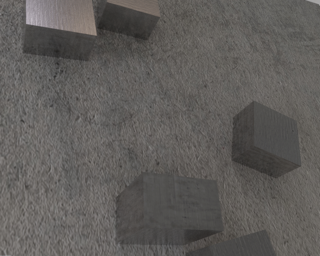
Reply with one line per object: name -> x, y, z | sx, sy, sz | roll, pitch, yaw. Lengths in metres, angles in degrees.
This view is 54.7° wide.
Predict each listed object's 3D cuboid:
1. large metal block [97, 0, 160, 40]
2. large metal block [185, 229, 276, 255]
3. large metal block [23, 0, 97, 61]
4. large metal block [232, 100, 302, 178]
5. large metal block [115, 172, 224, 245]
large metal block -> -0.051, -0.191, 0.477 | 0.081, 0.050, 0.080 | 7, 59, -25
large metal block -> 0.085, 0.163, 0.334 | 0.081, 0.050, 0.080 | -3, 63, -30
large metal block -> -0.132, -0.139, 0.401 | 0.081, 0.050, 0.080 | 2, 61, -27
large metal block -> 0.157, 0.018, 0.461 | 0.080, 0.050, 0.080 | 23, 53, -15
large metal block -> 0.006, 0.087, 0.318 | 0.081, 0.080, 0.050 | 10, 57, -23
